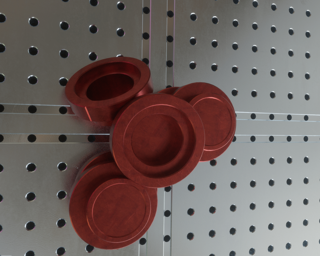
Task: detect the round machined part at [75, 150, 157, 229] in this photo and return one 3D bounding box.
[{"bbox_3d":[-0.049,0.075,0.363,0.099,0.042,0.097,0,90,-20],"label":"round machined part"}]

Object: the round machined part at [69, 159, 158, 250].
[{"bbox_3d":[-0.048,0.085,0.340,0.099,0.042,0.097,0,90,-20],"label":"round machined part"}]

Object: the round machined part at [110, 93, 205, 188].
[{"bbox_3d":[-0.005,0.011,0.333,0.099,0.042,0.097,-3,99,-17],"label":"round machined part"}]

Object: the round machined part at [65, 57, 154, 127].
[{"bbox_3d":[-0.056,-0.039,0.362,0.099,0.098,0.042,-29,135,-18],"label":"round machined part"}]

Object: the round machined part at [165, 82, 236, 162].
[{"bbox_3d":[0.051,-0.007,0.376,0.099,0.042,0.097,0,89,-20],"label":"round machined part"}]

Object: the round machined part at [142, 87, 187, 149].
[{"bbox_3d":[0.023,-0.003,0.390,0.099,0.042,0.097,0,90,-20],"label":"round machined part"}]
